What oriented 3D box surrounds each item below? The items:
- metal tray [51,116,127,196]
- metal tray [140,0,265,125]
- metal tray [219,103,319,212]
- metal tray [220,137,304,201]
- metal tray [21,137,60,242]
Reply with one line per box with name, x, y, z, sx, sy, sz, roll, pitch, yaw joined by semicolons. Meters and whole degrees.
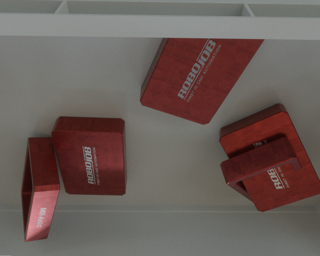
metal tray;-0.095;0.044;0.442;0.091;0.030;0.129;2;130;-2
metal tray;0.041;-0.070;0.347;0.091;0.030;0.129;17;128;-15
metal tray;0.148;0.043;0.416;0.090;0.030;0.130;-26;106;20
metal tray;0.150;0.064;0.432;0.090;0.030;0.130;-26;146;20
metal tray;-0.171;0.087;0.435;0.030;0.090;0.129;1;134;-29
